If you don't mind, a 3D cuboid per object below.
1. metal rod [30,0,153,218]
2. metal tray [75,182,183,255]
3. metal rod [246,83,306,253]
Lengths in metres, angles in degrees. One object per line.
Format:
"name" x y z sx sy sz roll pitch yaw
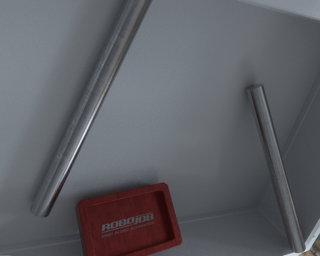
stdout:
"metal rod" -0.082 -0.022 0.351 0.025 0.025 0.298 18 109 -36
"metal tray" -0.042 0.133 0.429 0.131 0.090 0.030 -8 163 -25
"metal rod" 0.188 0.074 0.493 0.025 0.025 0.298 -25 107 -14
